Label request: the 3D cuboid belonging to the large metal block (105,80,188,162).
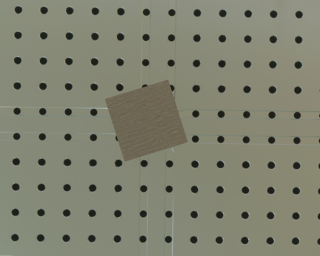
[{"bbox_3d":[-0.016,-0.009,0.401,0.080,0.050,0.080,-17,90,0],"label":"large metal block"}]
